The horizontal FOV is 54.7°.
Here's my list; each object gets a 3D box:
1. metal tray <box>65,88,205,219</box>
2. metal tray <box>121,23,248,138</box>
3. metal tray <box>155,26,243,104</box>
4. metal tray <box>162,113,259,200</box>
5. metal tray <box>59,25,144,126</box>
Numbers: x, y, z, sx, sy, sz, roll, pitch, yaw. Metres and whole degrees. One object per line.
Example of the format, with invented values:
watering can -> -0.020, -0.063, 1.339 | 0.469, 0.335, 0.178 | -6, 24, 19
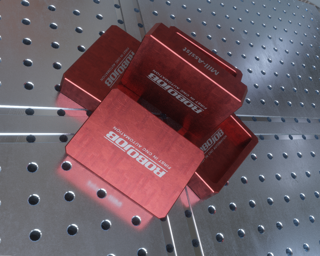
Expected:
metal tray -> -0.027, 0.028, 0.350 | 0.130, 0.030, 0.090 | 37, 76, -4
metal tray -> 0.026, -0.052, 0.374 | 0.130, 0.090, 0.030 | 35, 51, -5
metal tray -> 0.050, -0.079, 0.443 | 0.130, 0.030, 0.090 | 32, 51, -8
metal tray -> 0.071, 0.024, 0.429 | 0.090, 0.030, 0.131 | 47, 51, 5
metal tray -> -0.060, -0.074, 0.418 | 0.090, 0.030, 0.130 | 34, 51, -7
